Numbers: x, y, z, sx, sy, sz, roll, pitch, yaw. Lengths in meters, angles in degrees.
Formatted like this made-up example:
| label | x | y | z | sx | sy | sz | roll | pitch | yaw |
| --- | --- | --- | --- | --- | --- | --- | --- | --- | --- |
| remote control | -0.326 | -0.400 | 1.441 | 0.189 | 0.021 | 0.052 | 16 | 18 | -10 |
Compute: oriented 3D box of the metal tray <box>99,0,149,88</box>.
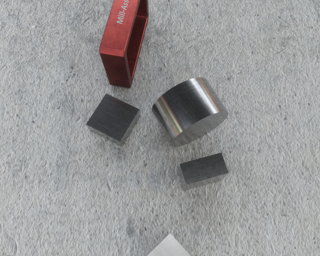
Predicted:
| label | x | y | z | sx | sy | sz | roll | pitch | yaw |
| --- | --- | --- | --- | --- | --- | --- | --- | --- | --- |
| metal tray | -0.044 | -0.132 | 0.421 | 0.030 | 0.090 | 0.130 | 10 | 70 | 4 |

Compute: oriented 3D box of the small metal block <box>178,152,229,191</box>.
| label | x | y | z | sx | sy | sz | roll | pitch | yaw |
| --- | --- | --- | --- | --- | --- | --- | --- | --- | --- |
| small metal block | 0.050 | 0.054 | 0.375 | 0.050 | 0.050 | 0.025 | -15 | 71 | -5 |

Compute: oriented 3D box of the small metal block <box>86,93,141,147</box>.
| label | x | y | z | sx | sy | sz | roll | pitch | yaw |
| --- | --- | --- | --- | --- | --- | --- | --- | --- | --- |
| small metal block | -0.061 | -0.010 | 0.411 | 0.050 | 0.025 | 0.050 | 26 | 72 | 9 |

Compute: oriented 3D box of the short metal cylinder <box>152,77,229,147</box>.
| label | x | y | z | sx | sy | sz | roll | pitch | yaw |
| --- | --- | --- | --- | --- | --- | --- | --- | --- | --- |
| short metal cylinder | 0.037 | -0.018 | 0.386 | 0.080 | 0.080 | 0.050 | -26 | 72 | -9 |

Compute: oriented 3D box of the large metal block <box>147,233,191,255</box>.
| label | x | y | z | sx | sy | sz | roll | pitch | yaw |
| --- | --- | --- | --- | --- | --- | --- | --- | --- | --- |
| large metal block | 0.019 | 0.158 | 0.321 | 0.050 | 0.080 | 0.080 | -41 | 75 | -13 |
